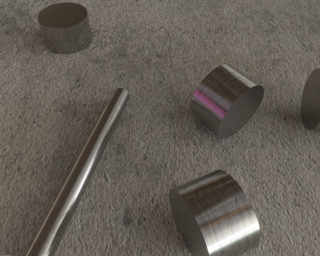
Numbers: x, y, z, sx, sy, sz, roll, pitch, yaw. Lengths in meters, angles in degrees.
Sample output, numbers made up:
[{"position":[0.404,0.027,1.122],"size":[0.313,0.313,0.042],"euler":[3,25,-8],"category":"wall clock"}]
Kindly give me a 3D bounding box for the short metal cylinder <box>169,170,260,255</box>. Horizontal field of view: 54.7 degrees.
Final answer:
[{"position":[0.049,0.086,0.295],"size":[0.050,0.080,0.080],"euler":[-20,53,-16],"category":"short metal cylinder"}]

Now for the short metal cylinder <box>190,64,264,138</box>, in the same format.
[{"position":[0.086,-0.034,0.396],"size":[0.081,0.080,0.050],"euler":[-32,57,-24],"category":"short metal cylinder"}]

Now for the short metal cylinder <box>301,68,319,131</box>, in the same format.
[{"position":[0.222,-0.034,0.398],"size":[0.050,0.080,0.080],"euler":[5,50,5],"category":"short metal cylinder"}]

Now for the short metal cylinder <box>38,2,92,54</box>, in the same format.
[{"position":[-0.160,-0.171,0.529],"size":[0.081,0.050,0.080],"euler":[0,50,0],"category":"short metal cylinder"}]

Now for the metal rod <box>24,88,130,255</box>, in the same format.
[{"position":[-0.095,0.063,0.349],"size":[0.025,0.025,0.300],"euler":[12,51,10],"category":"metal rod"}]
